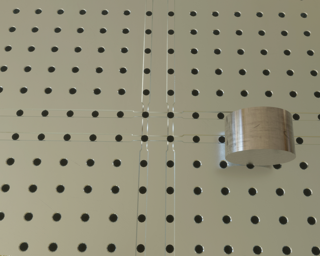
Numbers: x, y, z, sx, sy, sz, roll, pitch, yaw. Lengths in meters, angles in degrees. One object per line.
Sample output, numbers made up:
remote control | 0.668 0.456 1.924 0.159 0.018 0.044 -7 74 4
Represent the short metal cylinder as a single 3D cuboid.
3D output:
short metal cylinder | 0.120 0.013 0.379 0.080 0.080 0.050 3 70 1
